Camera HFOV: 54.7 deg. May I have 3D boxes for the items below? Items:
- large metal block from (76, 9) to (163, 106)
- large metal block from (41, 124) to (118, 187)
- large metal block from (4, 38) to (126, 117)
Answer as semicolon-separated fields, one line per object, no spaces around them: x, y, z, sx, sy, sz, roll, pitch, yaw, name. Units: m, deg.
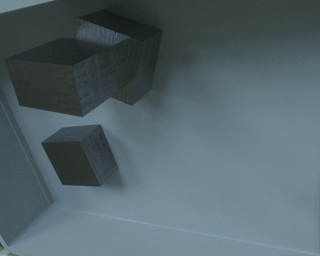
-0.050;-0.084;0.367;0.080;0.050;0.079;23;127;14;large metal block
-0.124;0.043;0.485;0.080;0.050;0.080;-4;117;30;large metal block
-0.093;-0.057;0.322;0.080;0.080;0.050;10;123;23;large metal block
